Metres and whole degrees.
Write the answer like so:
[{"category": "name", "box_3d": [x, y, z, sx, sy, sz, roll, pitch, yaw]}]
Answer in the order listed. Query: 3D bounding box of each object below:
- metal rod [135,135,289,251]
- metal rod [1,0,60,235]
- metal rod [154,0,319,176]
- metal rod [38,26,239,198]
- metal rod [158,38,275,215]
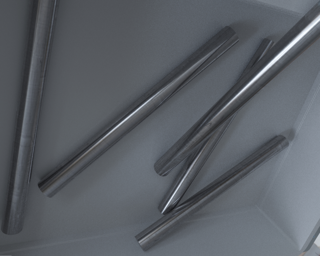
[{"category": "metal rod", "box_3d": [0.093, 0.096, 0.499, 0.302, 0.025, 0.025, -31, 129, -17]}, {"category": "metal rod", "box_3d": [-0.140, -0.007, 0.328, 0.025, 0.025, 0.298, 4, 117, -31]}, {"category": "metal rod", "box_3d": [0.078, -0.025, 0.355, 0.025, 0.025, 0.298, 9, 140, -33]}, {"category": "metal rod", "box_3d": [-0.025, -0.021, 0.383, 0.300, 0.025, 0.025, -40, 130, -1]}, {"category": "metal rod", "box_3d": [0.081, 0.008, 0.459, 0.025, 0.025, 0.298, 20, 108, -36]}]
